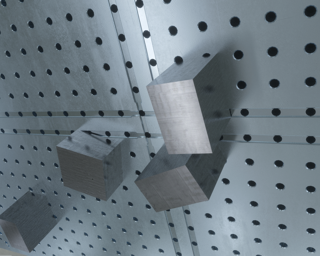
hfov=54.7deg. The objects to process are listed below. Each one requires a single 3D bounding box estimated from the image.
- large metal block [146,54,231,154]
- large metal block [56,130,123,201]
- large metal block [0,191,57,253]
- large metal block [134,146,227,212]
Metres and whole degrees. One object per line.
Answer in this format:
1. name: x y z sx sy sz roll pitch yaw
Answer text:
1. large metal block: 0.036 -0.027 0.339 0.050 0.080 0.080 -4 116 30
2. large metal block: -0.108 0.057 0.485 0.080 0.050 0.079 14 124 19
3. large metal block: -0.267 0.190 0.630 0.050 0.080 0.079 5 121 25
4. large metal block: 0.028 0.054 0.393 0.080 0.080 0.050 -24 105 36
